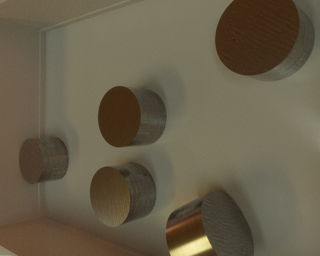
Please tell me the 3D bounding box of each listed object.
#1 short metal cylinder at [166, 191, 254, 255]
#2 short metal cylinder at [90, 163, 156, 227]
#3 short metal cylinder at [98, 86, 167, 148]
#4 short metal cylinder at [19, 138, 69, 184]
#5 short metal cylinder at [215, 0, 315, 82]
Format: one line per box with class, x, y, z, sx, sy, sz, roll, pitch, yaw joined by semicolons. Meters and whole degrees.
short metal cylinder;0.053;0.113;0.326;0.050;0.081;0.080;-37;67;33
short metal cylinder;-0.052;0.091;0.431;0.080;0.050;0.079;0;90;39
short metal cylinder;-0.038;-0.015;0.420;0.080;0.050;0.079;0;90;39
short metal cylinder;-0.210;0.058;0.560;0.080;0.050;0.079;0;90;39
short metal cylinder;0.103;-0.089;0.305;0.080;0.050;0.079;0;90;39
